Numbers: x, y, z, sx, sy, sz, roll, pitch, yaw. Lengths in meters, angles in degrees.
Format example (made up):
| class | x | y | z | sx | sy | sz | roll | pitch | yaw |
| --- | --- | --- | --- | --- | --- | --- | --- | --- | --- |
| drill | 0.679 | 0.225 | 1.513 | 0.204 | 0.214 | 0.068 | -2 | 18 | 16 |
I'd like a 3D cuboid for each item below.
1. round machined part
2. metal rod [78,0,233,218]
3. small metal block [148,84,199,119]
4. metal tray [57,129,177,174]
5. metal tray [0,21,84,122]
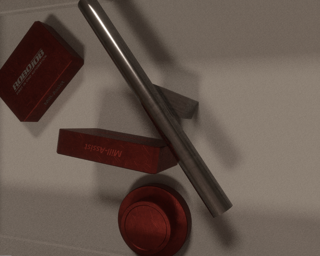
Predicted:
| class | x | y | z | sx | sy | sz | roll | pitch | yaw |
| --- | --- | --- | --- | --- | --- | --- | --- | --- | --- |
| round machined part | -0.012 | 0.124 | 0.405 | 0.098 | 0.042 | 0.097 | 0 | 90 | 19 |
| metal rod | -0.012 | -0.034 | 0.360 | 0.025 | 0.025 | 0.299 | -36 | 79 | 16 |
| small metal block | 0.016 | -0.033 | 0.391 | 0.050 | 0.050 | 0.025 | 25 | 98 | 18 |
| metal tray | -0.049 | 0.025 | 0.392 | 0.130 | 0.090 | 0.030 | 9 | 93 | 19 |
| metal tray | -0.189 | -0.083 | 0.473 | 0.090 | 0.030 | 0.130 | 46 | 104 | 14 |
